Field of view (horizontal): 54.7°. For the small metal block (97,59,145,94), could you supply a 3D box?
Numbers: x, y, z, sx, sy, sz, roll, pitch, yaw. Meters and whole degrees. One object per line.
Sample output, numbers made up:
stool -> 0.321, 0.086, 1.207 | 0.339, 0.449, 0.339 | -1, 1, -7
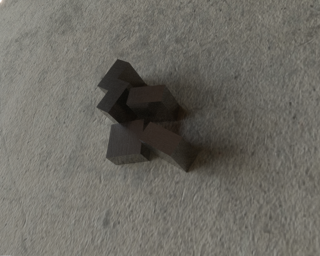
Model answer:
small metal block -> -0.055, -0.064, 0.454 | 0.025, 0.050, 0.050 | 25, 75, 36

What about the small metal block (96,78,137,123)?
small metal block -> -0.053, -0.032, 0.434 | 0.025, 0.050, 0.050 | 25, 75, 36

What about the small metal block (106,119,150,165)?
small metal block -> -0.040, 0.019, 0.412 | 0.050, 0.025, 0.050 | -9, 58, 23

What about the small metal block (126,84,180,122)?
small metal block -> -0.008, -0.031, 0.410 | 0.050, 0.050, 0.025 | -2, 61, 27

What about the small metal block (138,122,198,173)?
small metal block -> 0.010, 0.023, 0.367 | 0.050, 0.050, 0.025 | 26, 76, 36
